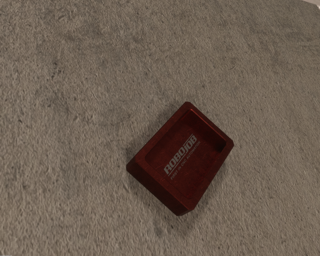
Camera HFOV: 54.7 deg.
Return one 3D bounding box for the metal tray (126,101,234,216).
[{"bbox_3d":[0.031,0.034,0.397,0.090,0.030,0.131,42,51,1],"label":"metal tray"}]
